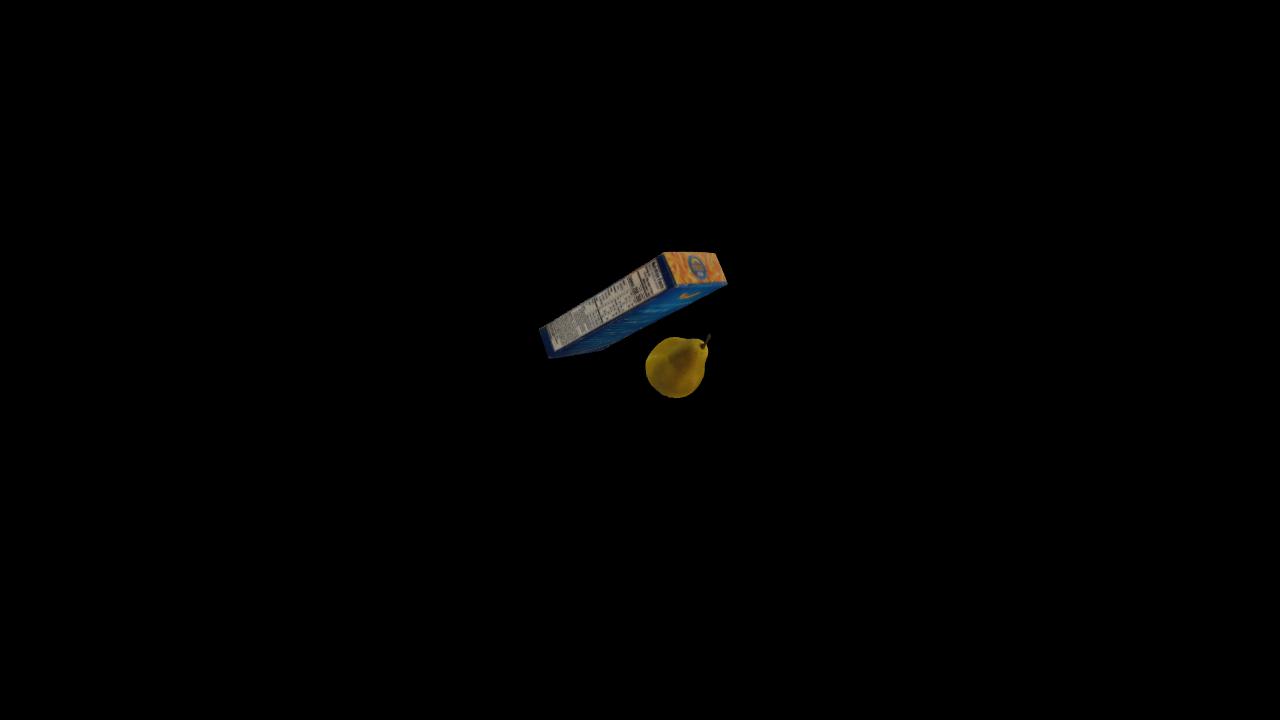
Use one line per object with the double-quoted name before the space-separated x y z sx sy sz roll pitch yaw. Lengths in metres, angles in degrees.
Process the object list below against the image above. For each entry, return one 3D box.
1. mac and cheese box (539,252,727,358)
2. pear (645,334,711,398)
"mac and cheese box" -0.011 -0.054 0.630 0.184 0.041 0.093 -26 -10 37
"pear" 0.055 0.003 0.755 0.080 0.080 0.111 0 -14 -25
